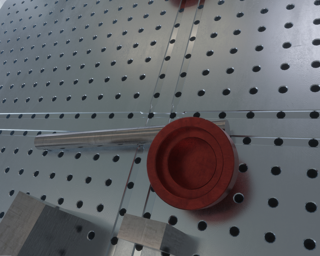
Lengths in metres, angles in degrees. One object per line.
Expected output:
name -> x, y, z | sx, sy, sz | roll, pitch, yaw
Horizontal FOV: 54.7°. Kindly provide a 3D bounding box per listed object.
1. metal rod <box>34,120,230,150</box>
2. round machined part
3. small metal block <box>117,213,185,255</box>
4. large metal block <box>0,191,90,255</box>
metal rod -> -0.056, 0.013, 0.429 | 0.300, 0.025, 0.025 | -4, 60, 26
round machined part -> 0.038, 0.039, 0.342 | 0.098, 0.042, 0.098 | -6, 76, 26
small metal block -> -0.008, 0.113, 0.327 | 0.050, 0.050, 0.025 | 4, 64, 30
large metal block -> -0.144, 0.131, 0.368 | 0.050, 0.080, 0.080 | 13, 68, 33
